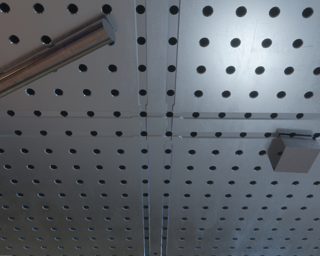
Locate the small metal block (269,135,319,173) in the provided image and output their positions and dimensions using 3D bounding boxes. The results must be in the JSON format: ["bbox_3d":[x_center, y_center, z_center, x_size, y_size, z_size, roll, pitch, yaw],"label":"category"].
[{"bbox_3d":[0.193,0.038,0.446,0.050,0.025,0.050,3,130,-3],"label":"small metal block"}]

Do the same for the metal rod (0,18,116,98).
[{"bbox_3d":[-0.187,-0.050,0.366,0.300,0.025,0.025,-21,127,17],"label":"metal rod"}]
